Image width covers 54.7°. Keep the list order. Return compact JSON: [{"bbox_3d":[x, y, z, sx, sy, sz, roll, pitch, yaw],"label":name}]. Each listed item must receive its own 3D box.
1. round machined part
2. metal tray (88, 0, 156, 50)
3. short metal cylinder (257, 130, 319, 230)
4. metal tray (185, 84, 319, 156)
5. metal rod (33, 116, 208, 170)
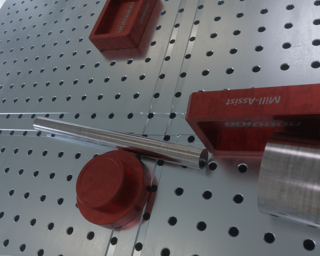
[{"bbox_3d":[-0.065,0.071,0.388,0.098,0.042,0.098,-13,56,21],"label":"round machined part"},{"bbox_3d":[-0.066,-0.204,0.564,0.090,0.030,0.130,4,64,30],"label":"metal tray"},{"bbox_3d":[0.125,0.045,0.280,0.050,0.080,0.080,9,66,32],"label":"short metal cylinder"},{"bbox_3d":[0.102,-0.003,0.314,0.130,0.090,0.030,-1,62,27],"label":"metal tray"},{"bbox_3d":[-0.075,0.014,0.438,0.300,0.025,0.025,10,67,32],"label":"metal rod"}]
